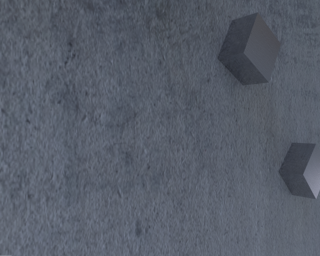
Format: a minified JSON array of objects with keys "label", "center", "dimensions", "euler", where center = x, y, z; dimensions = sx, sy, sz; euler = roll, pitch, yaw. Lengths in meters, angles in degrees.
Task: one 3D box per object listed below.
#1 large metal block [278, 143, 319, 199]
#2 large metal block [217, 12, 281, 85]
[{"label":"large metal block","center":[0.299,0.088,0.644],"dimensions":[0.080,0.050,0.080],"euler":[52,59,-28]},{"label":"large metal block","center":[0.151,-0.129,0.518],"dimensions":[0.080,0.050,0.080],"euler":[35,68,-35]}]
